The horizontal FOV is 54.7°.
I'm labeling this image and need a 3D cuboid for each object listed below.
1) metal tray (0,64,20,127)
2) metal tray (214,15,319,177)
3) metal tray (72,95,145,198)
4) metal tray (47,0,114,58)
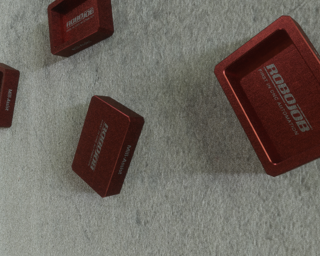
[{"bbox_3d":[-0.358,-0.075,0.691,0.090,0.030,0.129,24,105,37],"label":"metal tray"},{"bbox_3d":[0.120,-0.029,0.301,0.090,0.030,0.130,-35,69,34],"label":"metal tray"},{"bbox_3d":[-0.082,0.026,0.467,0.090,0.030,0.129,31,109,35],"label":"metal tray"},{"bbox_3d":[-0.134,-0.179,0.508,0.130,0.030,0.089,-11,83,39],"label":"metal tray"}]
